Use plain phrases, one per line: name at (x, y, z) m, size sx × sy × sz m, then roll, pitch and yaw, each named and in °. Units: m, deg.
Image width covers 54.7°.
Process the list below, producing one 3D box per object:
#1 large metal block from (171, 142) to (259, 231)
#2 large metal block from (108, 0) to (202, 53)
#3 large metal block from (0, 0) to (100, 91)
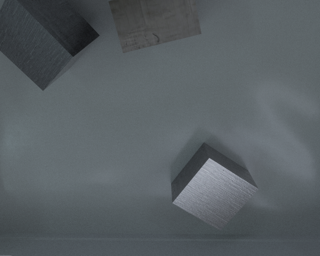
large metal block at (0.072, 0.080, 0.428) m, size 0.080 × 0.050 × 0.080 m, roll 33°, pitch 107°, yaw -12°
large metal block at (-0.004, -0.121, 0.337) m, size 0.080 × 0.080 × 0.050 m, roll -13°, pitch 110°, yaw 4°
large metal block at (-0.128, -0.100, 0.341) m, size 0.080 × 0.050 × 0.080 m, roll 46°, pitch 136°, yaw -15°
